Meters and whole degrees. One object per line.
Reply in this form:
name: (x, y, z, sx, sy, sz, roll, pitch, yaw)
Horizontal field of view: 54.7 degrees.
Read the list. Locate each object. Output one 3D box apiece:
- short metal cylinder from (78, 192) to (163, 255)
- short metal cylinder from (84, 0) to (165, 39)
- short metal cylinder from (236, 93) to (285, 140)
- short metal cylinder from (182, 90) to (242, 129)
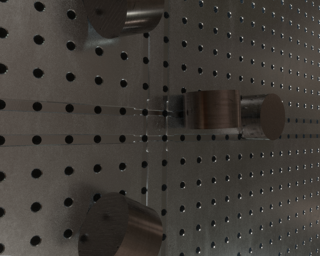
short metal cylinder: (-0.044, 0.117, 0.339, 0.050, 0.080, 0.080, 35, 68, -35)
short metal cylinder: (-0.041, -0.142, 0.340, 0.050, 0.080, 0.080, -24, 105, -38)
short metal cylinder: (0.176, -0.019, 0.544, 0.081, 0.050, 0.079, 0, 90, -40)
short metal cylinder: (0.073, -0.025, 0.437, 0.081, 0.080, 0.050, -4, 93, -40)
